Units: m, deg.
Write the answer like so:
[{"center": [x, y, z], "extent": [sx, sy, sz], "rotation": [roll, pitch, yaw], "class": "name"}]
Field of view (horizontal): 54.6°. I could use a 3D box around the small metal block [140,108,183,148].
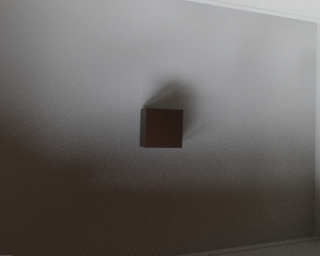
[{"center": [0.002, 0.000, 0.407], "extent": [0.050, 0.025, 0.050], "rotation": [2, 90, -20], "class": "small metal block"}]
